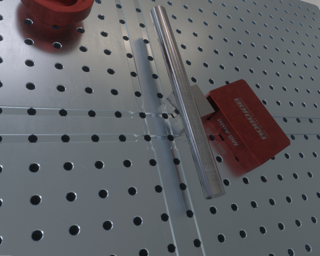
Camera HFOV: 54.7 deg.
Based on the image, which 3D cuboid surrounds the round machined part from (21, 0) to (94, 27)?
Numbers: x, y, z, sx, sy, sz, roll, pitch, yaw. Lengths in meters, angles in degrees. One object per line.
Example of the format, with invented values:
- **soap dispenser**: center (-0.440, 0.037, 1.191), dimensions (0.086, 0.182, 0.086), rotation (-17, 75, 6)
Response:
- **round machined part**: center (-0.145, -0.181, 0.430), dimensions (0.099, 0.042, 0.098), rotation (14, 56, -21)

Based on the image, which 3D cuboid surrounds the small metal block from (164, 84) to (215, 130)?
- **small metal block**: center (0.043, -0.032, 0.451), dimensions (0.050, 0.025, 0.050), rotation (-21, 73, -36)

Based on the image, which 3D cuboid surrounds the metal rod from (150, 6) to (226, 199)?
- **metal rod**: center (0.031, -0.052, 0.424), dimensions (0.025, 0.025, 0.299), rotation (0, 61, -28)

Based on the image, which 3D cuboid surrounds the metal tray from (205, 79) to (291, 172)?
- **metal tray**: center (0.133, -0.008, 0.482), dimensions (0.091, 0.030, 0.130), rotation (-23, 74, -36)
